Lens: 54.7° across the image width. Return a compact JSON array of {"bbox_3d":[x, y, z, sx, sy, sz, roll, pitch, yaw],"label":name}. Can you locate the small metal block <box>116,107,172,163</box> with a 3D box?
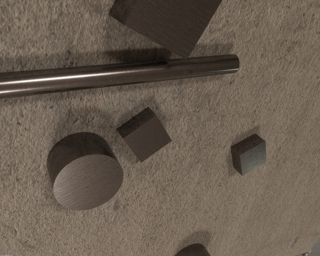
[{"bbox_3d":[-0.020,0.009,0.403,0.050,0.025,0.050,-36,129,-5],"label":"small metal block"}]

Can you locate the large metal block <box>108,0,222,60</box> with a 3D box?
[{"bbox_3d":[0.007,-0.128,0.317,0.080,0.050,0.080,20,108,-36],"label":"large metal block"}]

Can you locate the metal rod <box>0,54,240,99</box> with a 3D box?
[{"bbox_3d":[-0.040,-0.061,0.348,0.303,0.025,0.025,-10,123,-24],"label":"metal rod"}]

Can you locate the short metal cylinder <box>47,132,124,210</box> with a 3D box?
[{"bbox_3d":[-0.091,0.052,0.374,0.081,0.050,0.079,-14,125,-21],"label":"short metal cylinder"}]

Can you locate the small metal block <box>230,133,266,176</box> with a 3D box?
[{"bbox_3d":[0.149,0.045,0.519,0.050,0.025,0.050,-27,128,-12],"label":"small metal block"}]

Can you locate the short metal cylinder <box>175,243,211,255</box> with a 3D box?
[{"bbox_3d":[0.067,0.272,0.598,0.081,0.050,0.079,-14,125,-21],"label":"short metal cylinder"}]
